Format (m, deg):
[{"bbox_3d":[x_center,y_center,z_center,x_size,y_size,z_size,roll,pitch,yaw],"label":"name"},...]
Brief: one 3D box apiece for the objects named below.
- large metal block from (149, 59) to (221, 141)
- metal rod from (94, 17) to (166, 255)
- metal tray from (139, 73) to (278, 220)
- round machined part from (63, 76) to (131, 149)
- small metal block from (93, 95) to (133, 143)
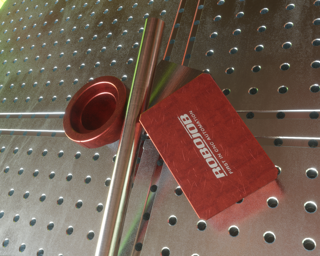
[{"bbox_3d":[0.020,-0.033,0.398,0.080,0.050,0.080,25,75,36],"label":"large metal block"},{"bbox_3d":[-0.034,0.015,0.362,0.025,0.025,0.299,6,80,31],"label":"metal rod"},{"bbox_3d":[0.049,0.018,0.331,0.090,0.030,0.130,-34,76,6],"label":"metal tray"},{"bbox_3d":[-0.075,-0.017,0.407,0.098,0.042,0.098,-15,55,23],"label":"round machined part"},{"bbox_3d":[-0.069,-0.013,0.449,0.050,0.025,0.050,-20,54,16],"label":"small metal block"}]
